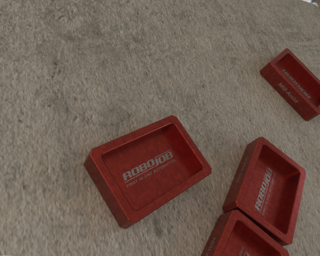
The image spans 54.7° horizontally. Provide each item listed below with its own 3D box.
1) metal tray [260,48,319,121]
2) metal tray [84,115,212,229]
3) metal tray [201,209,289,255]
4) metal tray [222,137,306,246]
[{"bbox_3d":[0.264,-0.086,0.598,0.130,0.030,0.091,48,51,5],"label":"metal tray"},{"bbox_3d":[-0.010,0.046,0.368,0.131,0.030,0.090,-24,75,-37],"label":"metal tray"},{"bbox_3d":[0.087,0.170,0.345,0.090,0.030,0.131,40,51,-2],"label":"metal tray"},{"bbox_3d":[0.149,0.085,0.431,0.090,0.030,0.130,38,51,-3],"label":"metal tray"}]
